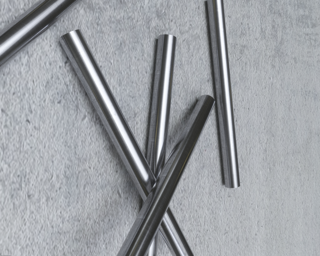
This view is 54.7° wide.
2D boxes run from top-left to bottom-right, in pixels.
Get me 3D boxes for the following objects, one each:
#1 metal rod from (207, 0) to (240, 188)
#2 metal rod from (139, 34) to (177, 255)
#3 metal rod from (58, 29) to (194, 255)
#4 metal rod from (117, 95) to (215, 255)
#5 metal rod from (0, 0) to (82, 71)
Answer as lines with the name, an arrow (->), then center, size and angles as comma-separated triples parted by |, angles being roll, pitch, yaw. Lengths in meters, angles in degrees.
metal rod -> 0.102, -0.053, 0.492 | 0.025, 0.025, 0.298 | -11, 97, -40
metal rod -> -0.004, 0.027, 0.403 | 0.025, 0.025, 0.298 | 9, 84, -40
metal rod -> -0.032, 0.033, 0.358 | 0.025, 0.025, 0.299 | -34, 105, -35
metal rod -> 0.014, 0.053, 0.365 | 0.025, 0.025, 0.301 | 57, 41, -25
metal rod -> -0.142, -0.076, 0.286 | 0.025, 0.025, 0.301 | 51, 60, -28
